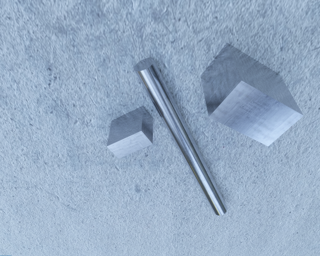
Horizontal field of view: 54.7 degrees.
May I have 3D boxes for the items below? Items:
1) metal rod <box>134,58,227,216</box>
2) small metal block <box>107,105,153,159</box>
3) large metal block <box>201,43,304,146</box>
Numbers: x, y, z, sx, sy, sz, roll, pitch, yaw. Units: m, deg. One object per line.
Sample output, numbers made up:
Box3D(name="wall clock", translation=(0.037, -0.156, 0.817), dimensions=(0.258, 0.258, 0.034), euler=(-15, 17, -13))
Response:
Box3D(name="metal rod", translation=(0.042, 0.033, 0.435), dimensions=(0.025, 0.025, 0.299), euler=(-19, 128, 15))
Box3D(name="small metal block", translation=(-0.037, 0.005, 0.394), dimensions=(0.050, 0.050, 0.025), euler=(-24, 126, 19))
Box3D(name="large metal block", translation=(0.096, -0.037, 0.340), dimensions=(0.080, 0.080, 0.050), euler=(24, 126, -20))
